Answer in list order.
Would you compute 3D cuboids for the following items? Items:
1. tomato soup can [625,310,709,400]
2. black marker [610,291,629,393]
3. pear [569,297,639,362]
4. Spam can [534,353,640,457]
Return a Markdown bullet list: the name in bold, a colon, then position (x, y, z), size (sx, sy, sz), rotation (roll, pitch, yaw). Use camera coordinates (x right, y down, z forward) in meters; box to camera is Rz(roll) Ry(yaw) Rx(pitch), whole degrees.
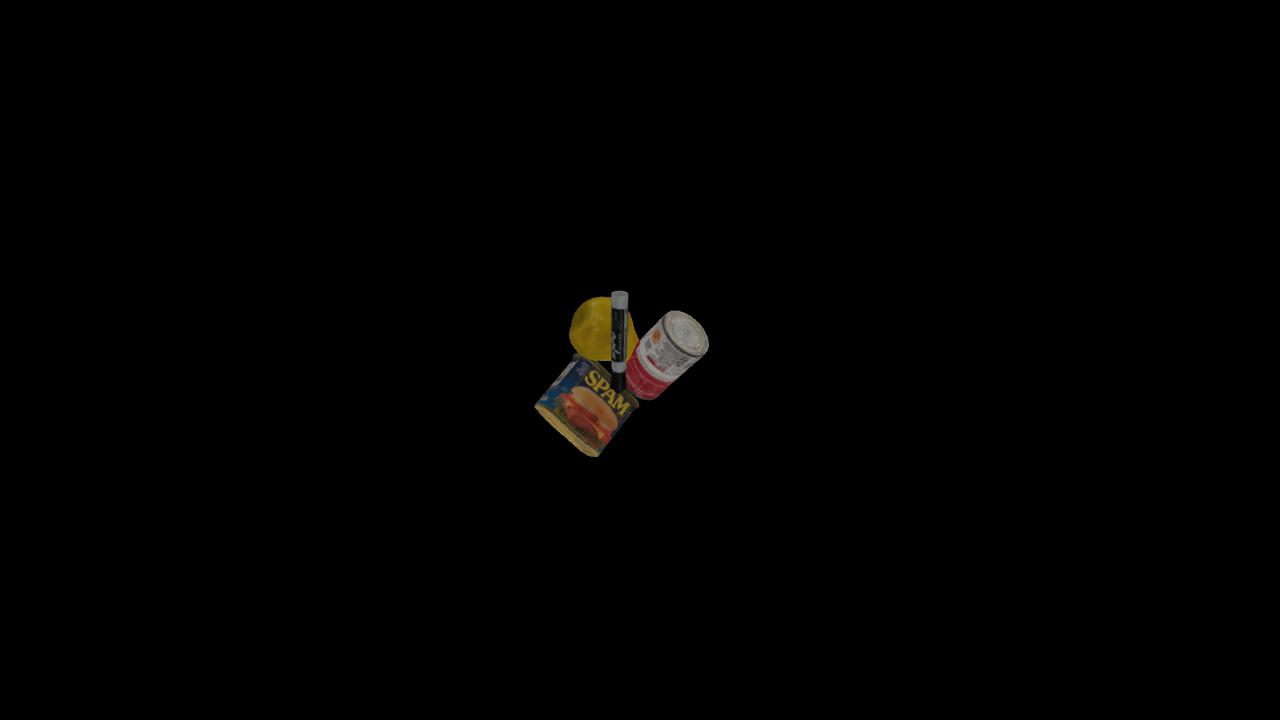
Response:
- **tomato soup can**: position (0.027, -0.005, 0.741), size (0.068, 0.068, 0.101), rotation (0, -33, -41)
- **black marker**: position (-0.024, -0.018, 0.690), size (0.020, 0.121, 0.020), rotation (1, 26, -1)
- **pear**: position (-0.028, -0.028, 0.746), size (0.111, 0.080, 0.080), rotation (27, -14, -30)
- **Spam can**: position (-0.066, 0.056, 0.752), size (0.101, 0.085, 0.058), rotation (45, -21, -17)
